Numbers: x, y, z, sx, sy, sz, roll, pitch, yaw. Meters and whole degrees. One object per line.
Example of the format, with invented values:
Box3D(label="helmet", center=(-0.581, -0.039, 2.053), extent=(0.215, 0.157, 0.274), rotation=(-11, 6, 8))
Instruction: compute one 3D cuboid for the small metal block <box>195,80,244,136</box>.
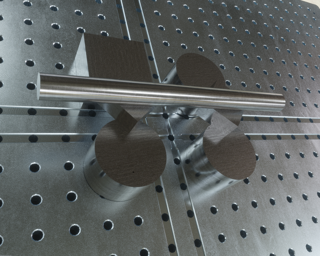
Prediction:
Box3D(label="small metal block", center=(0.081, -0.027, 0.404), extent=(0.050, 0.025, 0.050), rotation=(35, 51, -5))

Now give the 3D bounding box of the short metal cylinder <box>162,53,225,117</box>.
Box3D(label="short metal cylinder", center=(0.048, -0.063, 0.456), extent=(0.081, 0.050, 0.080), rotation=(14, 56, -21))

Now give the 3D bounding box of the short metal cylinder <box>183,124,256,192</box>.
Box3D(label="short metal cylinder", center=(0.078, 0.039, 0.410), extent=(0.081, 0.050, 0.080), rotation=(14, 56, -21))

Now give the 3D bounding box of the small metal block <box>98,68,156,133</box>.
Box3D(label="small metal block", center=(-0.033, -0.032, 0.346), extent=(0.050, 0.025, 0.050), rotation=(42, 51, 1))

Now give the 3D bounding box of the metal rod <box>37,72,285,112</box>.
Box3D(label="metal rod", center=(0.025, -0.036, 0.347), extent=(0.303, 0.025, 0.025), rotation=(1, 62, -28))

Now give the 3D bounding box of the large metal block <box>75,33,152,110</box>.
Box3D(label="large metal block", center=(-0.061, -0.070, 0.401), extent=(0.081, 0.050, 0.080), rotation=(1, 61, -28))

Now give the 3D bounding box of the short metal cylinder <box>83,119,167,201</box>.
Box3D(label="short metal cylinder", center=(-0.040, 0.036, 0.347), extent=(0.081, 0.050, 0.080), rotation=(14, 56, -21))
